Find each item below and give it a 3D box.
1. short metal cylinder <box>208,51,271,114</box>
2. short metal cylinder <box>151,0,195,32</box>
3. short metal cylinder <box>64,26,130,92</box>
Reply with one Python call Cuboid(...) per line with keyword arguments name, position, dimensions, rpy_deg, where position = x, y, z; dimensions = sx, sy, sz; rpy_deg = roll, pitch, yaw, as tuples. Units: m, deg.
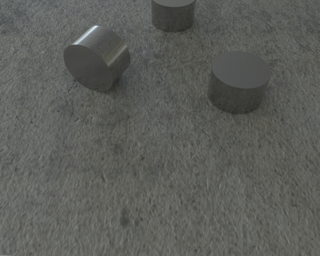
Cuboid(name="short metal cylinder", position=(0.111, -0.066, 0.444), dimensions=(0.081, 0.050, 0.080), rpy_deg=(0, 50, 0))
Cuboid(name="short metal cylinder", position=(0.024, -0.221, 0.573), dimensions=(0.081, 0.050, 0.080), rpy_deg=(0, 50, 0))
Cuboid(name="short metal cylinder", position=(-0.091, -0.100, 0.450), dimensions=(0.080, 0.080, 0.050), rpy_deg=(20, 53, 16))
